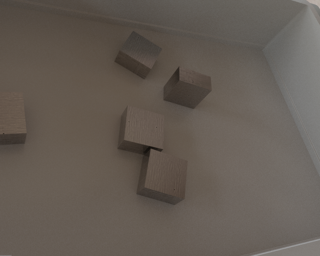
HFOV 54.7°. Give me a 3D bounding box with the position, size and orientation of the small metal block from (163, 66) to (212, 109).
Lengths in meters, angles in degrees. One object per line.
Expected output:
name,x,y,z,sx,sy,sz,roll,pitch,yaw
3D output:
small metal block,0.039,-0.057,0.445,0.050,0.050,0.025,15,56,-20

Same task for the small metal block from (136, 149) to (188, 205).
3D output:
small metal block,0.003,0.059,0.371,0.050,0.025,0.050,20,54,-17

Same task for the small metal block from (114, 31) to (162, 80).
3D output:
small metal block,-0.031,-0.107,0.454,0.050,0.025,0.050,30,52,-9

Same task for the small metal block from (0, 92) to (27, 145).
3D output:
small metal block,-0.169,-0.010,0.321,0.050,0.025,0.050,-2,63,-29

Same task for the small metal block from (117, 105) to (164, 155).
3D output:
small metal block,-0.023,0.005,0.390,0.050,0.025,0.050,15,56,-20
